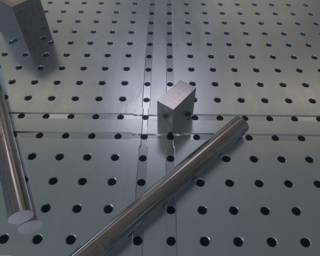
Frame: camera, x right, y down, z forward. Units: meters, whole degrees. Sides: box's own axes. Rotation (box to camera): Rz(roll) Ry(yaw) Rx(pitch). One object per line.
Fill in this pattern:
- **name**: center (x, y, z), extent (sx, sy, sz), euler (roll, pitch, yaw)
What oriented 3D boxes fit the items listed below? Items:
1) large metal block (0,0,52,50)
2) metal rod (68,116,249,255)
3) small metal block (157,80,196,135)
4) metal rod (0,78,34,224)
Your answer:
- **large metal block**: center (-0.242, -0.194, 0.533), extent (0.080, 0.080, 0.050), euler (31, 57, 23)
- **metal rod**: center (-0.002, 0.075, 0.344), extent (0.302, 0.025, 0.025), euler (-36, 59, -27)
- **small metal block**: center (0.022, -0.027, 0.414), extent (0.025, 0.050, 0.050), euler (31, 57, 23)
- **metal rod**: center (-0.213, -0.009, 0.413), extent (0.025, 0.025, 0.300), euler (-21, 53, -17)
